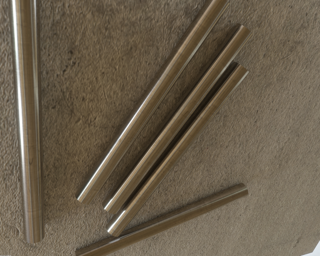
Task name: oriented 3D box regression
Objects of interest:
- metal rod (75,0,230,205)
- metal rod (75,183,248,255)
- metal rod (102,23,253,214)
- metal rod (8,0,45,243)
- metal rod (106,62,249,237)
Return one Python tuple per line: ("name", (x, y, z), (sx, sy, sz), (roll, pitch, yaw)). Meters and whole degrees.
("metal rod", (-0.016, -0.027, 0.380), (0.025, 0.025, 0.299), (27, 104, -37))
("metal rod", (0.014, 0.153, 0.508), (0.302, 0.025, 0.025), (-17, 125, -19))
("metal rod", (0.017, -0.005, 0.412), (0.025, 0.025, 0.299), (29, 102, -38))
("metal rod", (-0.141, 0.010, 0.335), (0.025, 0.025, 0.298), (-5, 121, -26))
("metal rod", (0.020, 0.036, 0.439), (0.025, 0.025, 0.299), (30, 101, -38))
